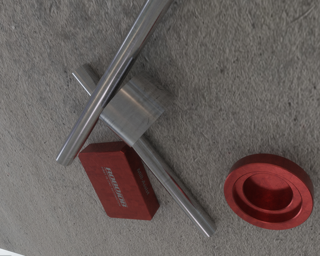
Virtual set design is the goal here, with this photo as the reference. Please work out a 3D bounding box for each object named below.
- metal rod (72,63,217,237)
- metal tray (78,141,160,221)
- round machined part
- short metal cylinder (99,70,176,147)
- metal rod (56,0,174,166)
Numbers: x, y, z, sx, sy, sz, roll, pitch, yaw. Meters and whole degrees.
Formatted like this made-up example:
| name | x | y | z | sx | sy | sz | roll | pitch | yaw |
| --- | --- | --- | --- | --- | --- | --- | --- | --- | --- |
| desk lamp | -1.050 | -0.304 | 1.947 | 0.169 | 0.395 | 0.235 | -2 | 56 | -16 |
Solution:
| name | x | y | z | sx | sy | sz | roll | pitch | yaw |
| --- | --- | --- | --- | --- | --- | --- | --- | --- | --- |
| metal rod | -0.017 | 0.037 | 0.438 | 0.025 | 0.025 | 0.300 | -31 | 102 | 38 |
| metal tray | -0.064 | 0.085 | 0.490 | 0.090 | 0.030 | 0.129 | -6 | 116 | 31 |
| round machined part | 0.130 | 0.071 | 0.371 | 0.098 | 0.042 | 0.097 | 13 | 124 | 21 |
| short metal cylinder | -0.026 | -0.023 | 0.371 | 0.050 | 0.080 | 0.080 | 43 | 129 | -1 |
| metal rod | -0.062 | -0.054 | 0.379 | 0.025 | 0.025 | 0.298 | 39 | 121 | 1 |
